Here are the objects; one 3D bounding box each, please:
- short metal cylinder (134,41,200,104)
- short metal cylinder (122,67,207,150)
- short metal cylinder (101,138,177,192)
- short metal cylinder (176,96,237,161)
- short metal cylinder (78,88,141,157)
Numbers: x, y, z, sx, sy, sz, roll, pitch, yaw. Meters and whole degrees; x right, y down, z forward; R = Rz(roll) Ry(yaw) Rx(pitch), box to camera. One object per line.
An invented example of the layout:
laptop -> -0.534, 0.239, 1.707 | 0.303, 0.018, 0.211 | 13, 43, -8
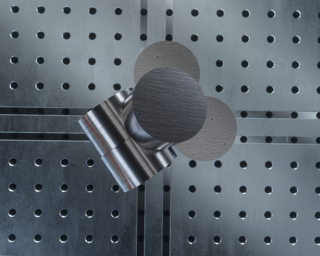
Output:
short metal cylinder -> 0.008, -0.066, 0.400 | 0.081, 0.050, 0.079 | 0, 90, -1
short metal cylinder -> 0.004, -0.019, 0.337 | 0.081, 0.050, 0.080 | 4, 77, -17
short metal cylinder -> -0.026, 0.036, 0.385 | 0.080, 0.080, 0.050 | -34, 90, 0
short metal cylinder -> 0.053, 0.001, 0.401 | 0.081, 0.050, 0.079 | 0, 90, -1
short metal cylinder -> -0.053, -0.007, 0.385 | 0.080, 0.080, 0.050 | -34, 90, 0
